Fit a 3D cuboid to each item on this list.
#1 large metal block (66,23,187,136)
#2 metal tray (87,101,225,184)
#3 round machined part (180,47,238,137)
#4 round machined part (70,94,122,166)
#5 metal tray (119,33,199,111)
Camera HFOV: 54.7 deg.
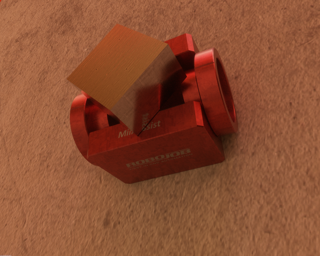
[{"bbox_3d":[-0.034,-0.052,0.319,0.080,0.050,0.080,34,80,38],"label":"large metal block"},{"bbox_3d":[-0.003,0.022,0.348,0.130,0.090,0.030,-16,56,18],"label":"metal tray"},{"bbox_3d":[0.055,-0.037,0.352,0.042,0.098,0.098,-15,56,20],"label":"round machined part"},{"bbox_3d":[-0.066,-0.003,0.393,0.042,0.098,0.098,-15,56,20],"label":"round machined part"},{"bbox_3d":[-0.005,-0.060,0.403,0.130,0.090,0.030,-17,55,18],"label":"metal tray"}]
